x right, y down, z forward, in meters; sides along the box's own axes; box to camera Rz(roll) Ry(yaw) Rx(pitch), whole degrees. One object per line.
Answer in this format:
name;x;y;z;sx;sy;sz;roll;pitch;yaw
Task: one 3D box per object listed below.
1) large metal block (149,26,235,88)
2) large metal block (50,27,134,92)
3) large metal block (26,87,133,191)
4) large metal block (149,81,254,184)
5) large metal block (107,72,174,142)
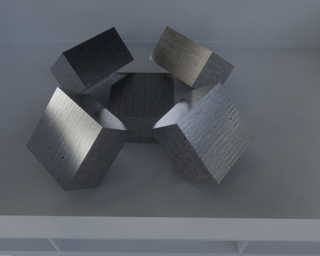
large metal block;0.046;-0.092;0.438;0.080;0.050;0.080;39;17;28
large metal block;-0.096;-0.087;0.429;0.080;0.080;0.050;-38;103;-28
large metal block;-0.092;0.012;0.349;0.080;0.050;0.080;39;104;27
large metal block;0.049;0.006;0.353;0.080;0.050;0.080;-44;108;-31
large metal block;-0.023;-0.028;0.409;0.080;0.050;0.080;1;50;0
